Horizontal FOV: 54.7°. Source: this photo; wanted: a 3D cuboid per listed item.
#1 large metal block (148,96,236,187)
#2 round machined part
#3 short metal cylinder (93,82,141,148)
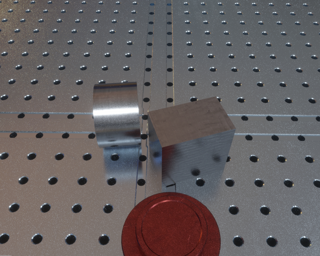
[{"bbox_3d":[0.033,0.017,0.358,0.081,0.080,0.050,-14,52,-11],"label":"large metal block"},{"bbox_3d":[0.011,0.107,0.307,0.099,0.042,0.098,0,50,0],"label":"round machined part"},{"bbox_3d":[-0.051,-0.016,0.385,0.050,0.080,0.080,-4,50,-4],"label":"short metal cylinder"}]
